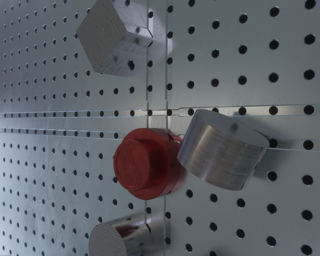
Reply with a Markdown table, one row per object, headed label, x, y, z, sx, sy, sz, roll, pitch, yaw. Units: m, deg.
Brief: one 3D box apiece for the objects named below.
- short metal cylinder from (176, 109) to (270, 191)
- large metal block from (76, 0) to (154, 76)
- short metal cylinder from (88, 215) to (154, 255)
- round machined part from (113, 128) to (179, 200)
| label | x | y | z | sx | sy | sz | roll | pitch | yaw |
| --- | --- | --- | --- | --- | --- | --- | --- | --- | --- |
| short metal cylinder | 0.064 | 0.020 | 0.321 | 0.080 | 0.081 | 0.050 | 35 | 112 | 34 |
| large metal block | -0.068 | -0.134 | 0.449 | 0.080 | 0.050 | 0.080 | -41 | 65 | 32 |
| short metal cylinder | -0.056 | 0.169 | 0.439 | 0.080 | 0.050 | 0.079 | 0 | 90 | 40 |
| round machined part | -0.025 | 0.049 | 0.419 | 0.098 | 0.042 | 0.097 | 0 | 90 | 40 |
